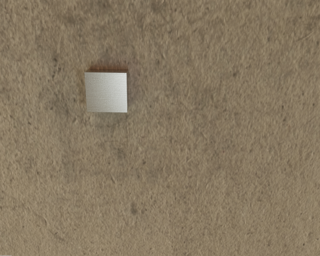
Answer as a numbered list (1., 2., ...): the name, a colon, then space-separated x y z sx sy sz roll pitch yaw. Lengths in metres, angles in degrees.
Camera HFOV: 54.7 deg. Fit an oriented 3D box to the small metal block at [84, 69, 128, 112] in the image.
1. small metal block: -0.066 -0.047 0.391 0.050 0.025 0.050 1 110 -1
